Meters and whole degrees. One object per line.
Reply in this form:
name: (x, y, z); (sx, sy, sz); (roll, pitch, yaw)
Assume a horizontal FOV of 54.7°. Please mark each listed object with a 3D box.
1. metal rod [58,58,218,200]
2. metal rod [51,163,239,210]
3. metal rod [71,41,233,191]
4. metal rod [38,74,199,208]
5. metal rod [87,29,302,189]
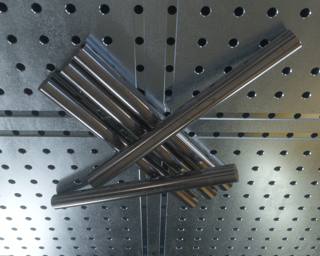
metal rod: (-0.012, 0.017, 0.425); (0.025, 0.025, 0.300); (-32, 124, 24)
metal rod: (-0.036, 0.091, 0.461); (0.301, 0.025, 0.025); (-13, 130, 21)
metal rod: (0.008, 0.001, 0.413); (0.025, 0.025, 0.300); (-33, 123, 24)
metal rod: (-0.041, 0.034, 0.440); (0.025, 0.025, 0.300); (-32, 124, 24)
metal rod: (0.028, -0.012, 0.375); (0.300, 0.025, 0.025); (-36, 122, 16)
